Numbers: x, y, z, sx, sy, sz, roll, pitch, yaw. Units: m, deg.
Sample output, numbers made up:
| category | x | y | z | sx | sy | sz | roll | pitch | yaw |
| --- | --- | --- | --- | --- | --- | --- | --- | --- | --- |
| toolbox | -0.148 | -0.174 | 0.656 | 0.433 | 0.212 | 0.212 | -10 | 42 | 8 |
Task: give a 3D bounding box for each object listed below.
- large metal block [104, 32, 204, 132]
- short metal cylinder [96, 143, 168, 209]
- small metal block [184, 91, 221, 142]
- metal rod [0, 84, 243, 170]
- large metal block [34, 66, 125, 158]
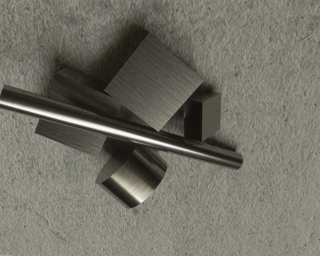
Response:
| category | x | y | z | sx | sy | sz | roll | pitch | yaw |
| --- | --- | --- | --- | --- | --- | --- | --- | --- | --- |
| large metal block | -0.007 | -0.057 | 0.374 | 0.080 | 0.050 | 0.080 | 38 | 106 | -13 |
| short metal cylinder | -0.037 | 0.056 | 0.401 | 0.080 | 0.080 | 0.050 | -42 | 105 | 14 |
| small metal block | 0.054 | -0.016 | 0.390 | 0.025 | 0.050 | 0.050 | 12 | 115 | 34 |
| metal rod | -0.026 | 0.007 | 0.370 | 0.302 | 0.025 | 0.025 | 16 | 110 | -24 |
| large metal block | -0.097 | -0.021 | 0.389 | 0.080 | 0.050 | 0.080 | 24 | 108 | -9 |
